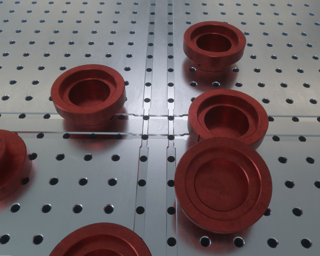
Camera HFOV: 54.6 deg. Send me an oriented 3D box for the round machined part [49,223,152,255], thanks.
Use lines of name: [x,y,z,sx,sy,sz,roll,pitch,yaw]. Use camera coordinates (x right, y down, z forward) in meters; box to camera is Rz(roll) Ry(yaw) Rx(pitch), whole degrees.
round machined part: [-0.053,0.140,0.279,0.099,0.042,0.098,0,50,0]

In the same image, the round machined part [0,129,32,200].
round machined part: [-0.208,0.038,0.364,0.099,0.042,0.098,0,50,0]

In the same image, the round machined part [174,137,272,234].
round machined part: [0.065,0.062,0.333,0.098,0.042,0.098,-1,68,3]

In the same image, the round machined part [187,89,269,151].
round machined part: [0.084,-0.002,0.399,0.099,0.042,0.098,0,50,0]

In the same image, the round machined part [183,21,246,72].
round machined part: [0.087,-0.130,0.506,0.099,0.042,0.098,0,50,0]

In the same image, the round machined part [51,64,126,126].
round machined part: [-0.096,-0.042,0.432,0.099,0.042,0.098,0,50,0]
